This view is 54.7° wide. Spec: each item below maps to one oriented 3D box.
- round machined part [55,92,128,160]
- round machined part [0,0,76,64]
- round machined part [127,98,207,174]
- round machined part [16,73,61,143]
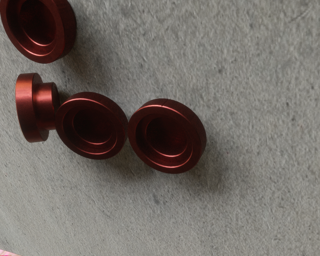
[{"bbox_3d":[-0.090,-0.007,0.428,0.098,0.042,0.097,6,124,10],"label":"round machined part"},{"bbox_3d":[-0.146,-0.134,0.388,0.098,0.042,0.097,13,124,20],"label":"round machined part"},{"bbox_3d":[0.012,0.006,0.392,0.098,0.042,0.097,13,124,20],"label":"round machined part"},{"bbox_3d":[-0.167,-0.030,0.440,0.042,0.098,0.097,-6,122,-9],"label":"round machined part"}]
